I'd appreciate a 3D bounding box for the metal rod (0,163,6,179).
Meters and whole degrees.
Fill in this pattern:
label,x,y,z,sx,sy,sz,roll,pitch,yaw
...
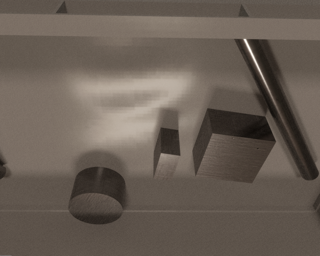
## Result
label,x,y,z,sx,sy,sz,roll,pitch,yaw
metal rod,-0.261,0.004,0.330,0.025,0.025,0.299,-6,155,5

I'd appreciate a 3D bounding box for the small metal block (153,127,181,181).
label,x,y,z,sx,sy,sz,roll,pitch,yaw
small metal block,0.008,0.036,0.423,0.025,0.050,0.050,9,130,-8

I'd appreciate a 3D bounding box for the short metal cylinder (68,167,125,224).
label,x,y,z,sx,sy,sz,roll,pitch,yaw
short metal cylinder,-0.096,0.106,0.482,0.081,0.050,0.079,0,130,0

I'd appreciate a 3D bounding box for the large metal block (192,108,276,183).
label,x,y,z,sx,sy,sz,roll,pitch,yaw
large metal block,0.095,0.025,0.416,0.081,0.050,0.079,8,130,-7

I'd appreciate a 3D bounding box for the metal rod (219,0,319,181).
label,x,y,z,sx,sy,sz,roll,pitch,yaw
metal rod,0.149,-0.027,0.388,0.025,0.025,0.300,-26,126,20
